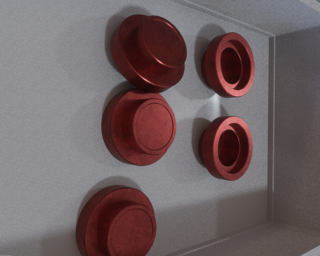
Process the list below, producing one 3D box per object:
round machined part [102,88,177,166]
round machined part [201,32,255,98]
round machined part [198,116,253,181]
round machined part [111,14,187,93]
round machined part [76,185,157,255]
[{"bbox_3d":[-0.018,-0.002,0.382,0.099,0.042,0.097,0,90,-40],"label":"round machined part"},{"bbox_3d":[0.102,-0.095,0.484,0.099,0.042,0.097,0,90,-40],"label":"round machined part"},{"bbox_3d":[0.098,0.031,0.481,0.099,0.042,0.097,0,90,-40],"label":"round machined part"},{"bbox_3d":[-0.006,-0.095,0.374,0.099,0.042,0.098,17,62,-34],"label":"round machined part"},{"bbox_3d":[-0.043,0.119,0.362,0.099,0.042,0.097,0,90,-40],"label":"round machined part"}]
